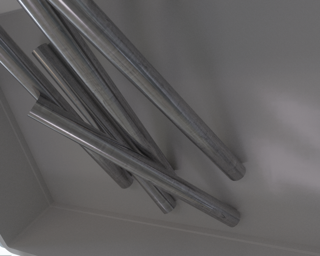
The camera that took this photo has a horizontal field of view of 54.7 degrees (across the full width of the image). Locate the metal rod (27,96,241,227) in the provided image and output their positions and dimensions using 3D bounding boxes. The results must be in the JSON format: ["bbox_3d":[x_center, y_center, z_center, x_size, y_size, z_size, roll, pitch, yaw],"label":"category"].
[{"bbox_3d":[-0.015,0.052,0.382,0.301,0.025,0.025,32,132,-21],"label":"metal rod"}]

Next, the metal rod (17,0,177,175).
[{"bbox_3d":[-0.043,-0.018,0.341,0.025,0.025,0.300,1,144,28],"label":"metal rod"}]

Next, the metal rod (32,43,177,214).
[{"bbox_3d":[-0.076,0.007,0.452,0.025,0.025,0.300,-31,102,38],"label":"metal rod"}]

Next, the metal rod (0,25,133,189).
[{"bbox_3d":[-0.109,-0.006,0.388,0.025,0.025,0.299,0,143,28],"label":"metal rod"}]

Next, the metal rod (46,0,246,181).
[{"bbox_3d":[0.008,-0.026,0.306,0.025,0.025,0.300,-17,136,35],"label":"metal rod"}]
